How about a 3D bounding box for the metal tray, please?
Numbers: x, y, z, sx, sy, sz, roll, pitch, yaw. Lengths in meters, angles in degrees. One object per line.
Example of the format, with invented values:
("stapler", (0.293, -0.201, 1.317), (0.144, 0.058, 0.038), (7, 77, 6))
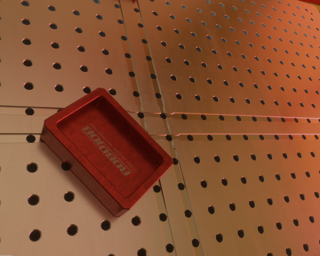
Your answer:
("metal tray", (-0.059, 0.024, 0.359), (0.130, 0.030, 0.091), (46, 51, 3))
